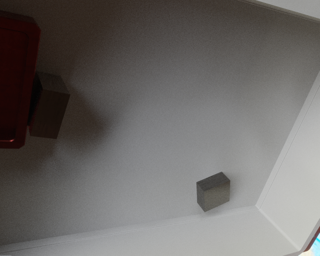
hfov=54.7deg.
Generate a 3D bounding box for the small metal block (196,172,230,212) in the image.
[{"bbox_3d":[0.091,0.109,0.528,0.050,0.025,0.050,-19,126,-18],"label":"small metal block"}]

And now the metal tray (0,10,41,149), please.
[{"bbox_3d":[-0.168,-0.044,0.286,0.091,0.030,0.129,4,117,-31],"label":"metal tray"}]

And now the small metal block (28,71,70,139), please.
[{"bbox_3d":[-0.116,-0.024,0.315,0.025,0.050,0.050,10,113,-33],"label":"small metal block"}]
